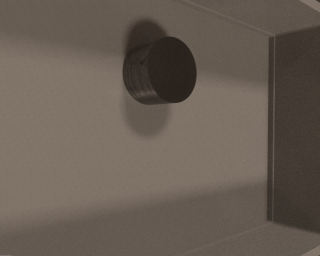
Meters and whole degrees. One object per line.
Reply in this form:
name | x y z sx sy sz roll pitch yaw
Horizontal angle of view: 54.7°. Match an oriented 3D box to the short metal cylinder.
short metal cylinder | 0.000 -0.070 0.392 0.081 0.050 0.079 0 90 -40
